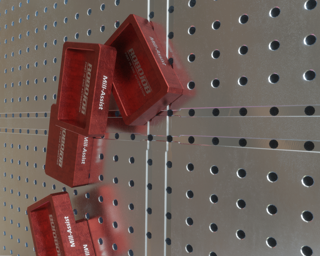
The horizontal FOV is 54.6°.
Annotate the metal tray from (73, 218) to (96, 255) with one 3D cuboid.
[{"bbox_3d":[-0.148,0.231,0.529,0.090,0.030,0.130,-30,72,36],"label":"metal tray"}]

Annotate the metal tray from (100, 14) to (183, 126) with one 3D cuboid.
[{"bbox_3d":[-0.033,-0.079,0.434,0.090,0.030,0.130,-37,67,34],"label":"metal tray"}]

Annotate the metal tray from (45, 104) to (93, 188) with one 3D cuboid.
[{"bbox_3d":[-0.158,0.028,0.538,0.090,0.030,0.129,13,99,39],"label":"metal tray"}]

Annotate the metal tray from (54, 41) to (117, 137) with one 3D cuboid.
[{"bbox_3d":[-0.113,-0.059,0.460,0.090,0.030,0.129,16,100,39],"label":"metal tray"}]

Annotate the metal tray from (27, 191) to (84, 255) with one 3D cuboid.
[{"bbox_3d":[-0.173,0.180,0.510,0.090,0.030,0.130,-30,71,36],"label":"metal tray"}]
